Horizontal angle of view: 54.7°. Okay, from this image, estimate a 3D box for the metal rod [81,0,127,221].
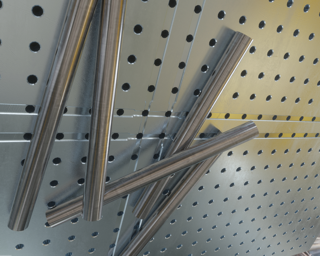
[{"bbox_3d":[-0.062,-0.028,0.340,0.025,0.025,0.298,-1,113,-28],"label":"metal rod"}]

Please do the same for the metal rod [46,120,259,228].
[{"bbox_3d":[-0.006,0.060,0.420,0.302,0.025,0.025,-23,128,-5],"label":"metal rod"}]

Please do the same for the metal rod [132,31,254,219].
[{"bbox_3d":[0.039,0.007,0.438,0.025,0.025,0.298,18,109,-36],"label":"metal rod"}]

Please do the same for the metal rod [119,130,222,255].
[{"bbox_3d":[0.012,0.129,0.499,0.025,0.025,0.299,30,101,-38],"label":"metal rod"}]

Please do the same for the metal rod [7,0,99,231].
[{"bbox_3d":[-0.122,-0.008,0.339,0.025,0.025,0.298,10,113,-33],"label":"metal rod"}]
